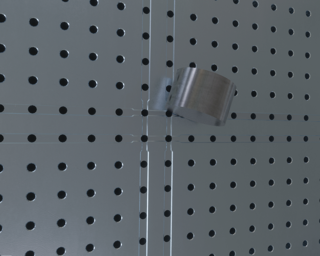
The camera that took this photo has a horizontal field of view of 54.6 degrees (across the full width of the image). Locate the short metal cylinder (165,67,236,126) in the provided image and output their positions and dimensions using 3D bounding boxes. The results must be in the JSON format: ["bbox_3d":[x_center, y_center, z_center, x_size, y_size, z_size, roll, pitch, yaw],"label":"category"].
[{"bbox_3d":[0.052,-0.039,0.402,0.080,0.080,0.050,20,83,-19],"label":"short metal cylinder"}]
